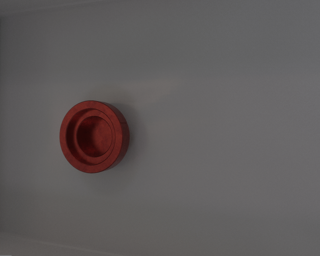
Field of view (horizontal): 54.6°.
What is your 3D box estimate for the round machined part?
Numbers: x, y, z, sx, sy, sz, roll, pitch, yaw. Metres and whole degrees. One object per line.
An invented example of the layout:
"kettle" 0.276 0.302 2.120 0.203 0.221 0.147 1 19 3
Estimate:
"round machined part" -0.086 0.012 0.433 0.098 0.042 0.097 0 90 20
